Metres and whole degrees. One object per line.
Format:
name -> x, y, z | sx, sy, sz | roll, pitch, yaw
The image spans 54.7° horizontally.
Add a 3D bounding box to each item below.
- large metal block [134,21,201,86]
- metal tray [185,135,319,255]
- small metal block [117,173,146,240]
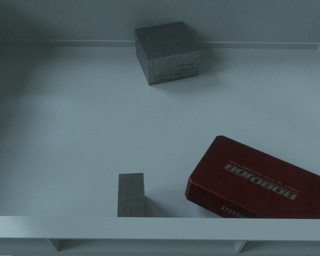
large metal block -> 0.010, -0.119, 0.489 | 0.081, 0.050, 0.080 | -13, 52, -11
metal tray -> 0.105, 0.066, 0.336 | 0.130, 0.030, 0.090 | 24, 42, 18
small metal block -> -0.028, 0.081, 0.320 | 0.025, 0.050, 0.050 | -2, 50, -2
